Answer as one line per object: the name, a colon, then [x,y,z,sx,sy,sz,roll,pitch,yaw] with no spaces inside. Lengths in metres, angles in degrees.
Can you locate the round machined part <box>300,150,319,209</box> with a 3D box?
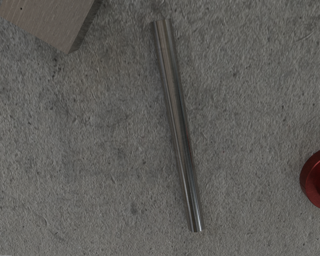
round machined part: [0.253,0.076,0.433,0.099,0.042,0.097,0,110,-1]

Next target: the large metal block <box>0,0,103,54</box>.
large metal block: [-0.115,-0.140,0.343,0.080,0.050,0.080,29,107,-11]

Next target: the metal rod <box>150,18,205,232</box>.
metal rod: [0.028,0.011,0.414,0.025,0.025,0.298,-10,110,3]
